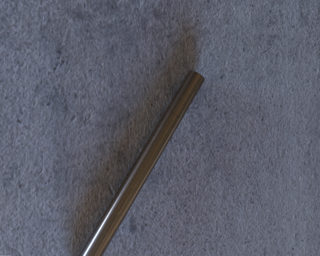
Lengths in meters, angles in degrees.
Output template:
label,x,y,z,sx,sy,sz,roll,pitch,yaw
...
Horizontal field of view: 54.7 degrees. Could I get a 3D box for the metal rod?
label,x,y,z,sx,sy,sz,roll,pitch,yaw
metal rod,-0.024,0.055,0.400,0.025,0.025,0.300,34,79,-17
